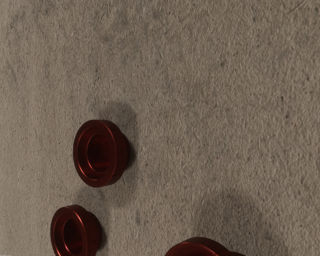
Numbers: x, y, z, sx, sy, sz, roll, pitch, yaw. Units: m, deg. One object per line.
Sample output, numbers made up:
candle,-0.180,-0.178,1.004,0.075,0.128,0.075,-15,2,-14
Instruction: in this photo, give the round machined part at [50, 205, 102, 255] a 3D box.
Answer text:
round machined part,-0.131,0.173,0.499,0.098,0.042,0.097,0,90,39

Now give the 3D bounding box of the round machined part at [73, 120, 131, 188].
round machined part,-0.082,0.037,0.459,0.098,0.042,0.097,0,90,39

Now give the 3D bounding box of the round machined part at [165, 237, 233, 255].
round machined part,0.037,0.164,0.308,0.098,0.042,0.097,0,90,39

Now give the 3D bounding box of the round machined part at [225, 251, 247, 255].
round machined part,0.082,0.179,0.325,0.098,0.042,0.097,0,90,39
